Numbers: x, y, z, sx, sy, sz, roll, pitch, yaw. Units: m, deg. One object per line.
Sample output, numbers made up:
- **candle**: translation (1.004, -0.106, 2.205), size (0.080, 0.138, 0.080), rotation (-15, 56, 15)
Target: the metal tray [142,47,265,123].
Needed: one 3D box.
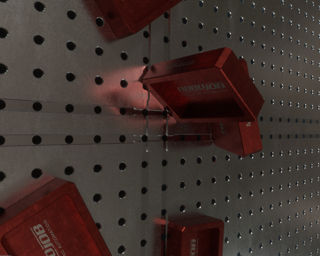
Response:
- **metal tray**: translation (0.050, -0.046, 0.384), size (0.090, 0.130, 0.030), rotation (46, 62, -31)

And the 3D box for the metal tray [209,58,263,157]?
- **metal tray**: translation (0.099, -0.031, 0.449), size (0.030, 0.090, 0.129), rotation (-18, 103, -15)

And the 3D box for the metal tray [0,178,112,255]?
- **metal tray**: translation (-0.106, 0.129, 0.318), size (0.091, 0.030, 0.129), rotation (-34, 111, -35)

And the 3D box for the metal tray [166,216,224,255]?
- **metal tray**: translation (0.051, 0.201, 0.451), size (0.091, 0.030, 0.129), rotation (6, 86, -40)

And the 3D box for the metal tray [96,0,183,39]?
- **metal tray**: translation (-0.023, -0.183, 0.387), size (0.131, 0.030, 0.090), rotation (-46, 118, -31)
